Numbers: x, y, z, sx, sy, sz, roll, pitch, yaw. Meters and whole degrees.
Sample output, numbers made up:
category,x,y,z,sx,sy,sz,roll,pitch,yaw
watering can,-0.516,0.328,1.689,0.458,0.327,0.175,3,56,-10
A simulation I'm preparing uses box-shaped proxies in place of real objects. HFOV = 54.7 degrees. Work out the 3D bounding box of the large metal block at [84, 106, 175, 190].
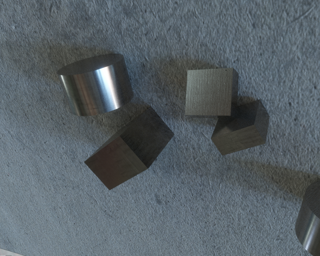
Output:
category,x,y,z,sx,sy,sz,roll,pitch,yaw
large metal block,-0.039,0.026,0.408,0.080,0.080,0.050,-34,99,38

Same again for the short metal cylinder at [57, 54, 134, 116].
category,x,y,z,sx,sy,sz,roll,pitch,yaw
short metal cylinder,-0.077,-0.055,0.378,0.080,0.080,0.050,2,119,27

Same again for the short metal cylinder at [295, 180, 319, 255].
category,x,y,z,sx,sy,sz,roll,pitch,yaw
short metal cylinder,0.193,0.101,0.332,0.080,0.080,0.050,13,124,21

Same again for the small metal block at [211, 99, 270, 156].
category,x,y,z,sx,sy,sz,roll,pitch,yaw
small metal block,0.089,-0.001,0.342,0.050,0.050,0.025,-21,114,36

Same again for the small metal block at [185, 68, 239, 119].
category,x,y,z,sx,sy,sz,roll,pitch,yaw
small metal block,0.057,-0.037,0.339,0.050,0.025,0.050,2,85,27
